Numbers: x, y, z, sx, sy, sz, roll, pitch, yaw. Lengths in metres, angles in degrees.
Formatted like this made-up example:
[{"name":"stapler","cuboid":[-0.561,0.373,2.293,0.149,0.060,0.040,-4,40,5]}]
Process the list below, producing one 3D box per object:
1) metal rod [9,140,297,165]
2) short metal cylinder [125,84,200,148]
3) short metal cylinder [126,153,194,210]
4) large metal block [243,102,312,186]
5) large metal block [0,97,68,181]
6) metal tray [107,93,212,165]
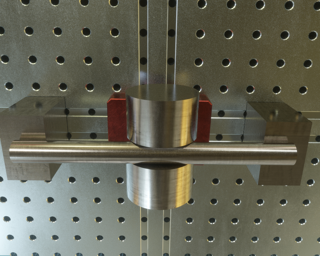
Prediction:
[{"name":"metal rod","cuboid":[-0.006,0.027,0.337,0.302,0.025,0.025,1,110,-1]},{"name":"short metal cylinder","cuboid":[0.002,-0.017,0.346,0.081,0.080,0.050,1,110,-1]},{"name":"short metal cylinder","cuboid":[0.000,0.054,0.372,0.081,0.080,0.050,1,110,-1]},{"name":"large metal block","cuboid":[0.141,0.017,0.390,0.050,0.080,0.079,1,110,0]},{"name":"large metal block","cuboid":[-0.152,0.010,0.385,0.050,0.080,0.079,1,110,0]},{"name":"metal tray","cuboid":[-0.001,0.002,0.411,0.131,0.030,0.089,1,110,-1]}]
